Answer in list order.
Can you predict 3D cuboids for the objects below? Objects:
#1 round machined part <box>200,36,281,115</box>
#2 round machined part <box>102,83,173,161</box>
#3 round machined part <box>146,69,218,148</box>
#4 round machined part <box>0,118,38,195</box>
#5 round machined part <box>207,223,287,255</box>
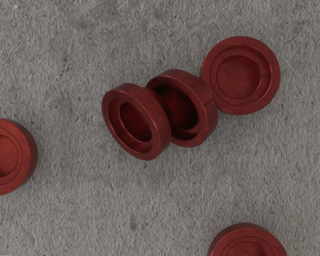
[{"bbox_3d":[0.100,-0.065,0.402,0.099,0.042,0.097,0,90,0],"label":"round machined part"},{"bbox_3d":[-0.023,-0.011,0.383,0.042,0.098,0.098,-37,90,-36],"label":"round machined part"},{"bbox_3d":[0.030,-0.028,0.383,0.042,0.098,0.098,-37,90,-36],"label":"round machined part"},{"bbox_3d":[-0.207,0.035,0.400,0.099,0.042,0.097,0,90,0],"label":"round machined part"},{"bbox_3d":[0.110,0.171,0.402,0.099,0.042,0.097,0,90,0],"label":"round machined part"}]
